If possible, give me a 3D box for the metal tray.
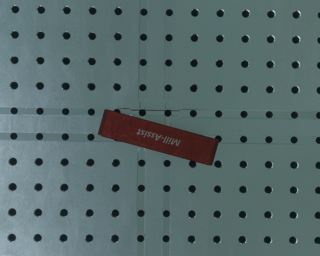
[{"bbox_3d":[-0.002,0.010,0.380,0.131,0.090,0.030,15,90,-1],"label":"metal tray"}]
